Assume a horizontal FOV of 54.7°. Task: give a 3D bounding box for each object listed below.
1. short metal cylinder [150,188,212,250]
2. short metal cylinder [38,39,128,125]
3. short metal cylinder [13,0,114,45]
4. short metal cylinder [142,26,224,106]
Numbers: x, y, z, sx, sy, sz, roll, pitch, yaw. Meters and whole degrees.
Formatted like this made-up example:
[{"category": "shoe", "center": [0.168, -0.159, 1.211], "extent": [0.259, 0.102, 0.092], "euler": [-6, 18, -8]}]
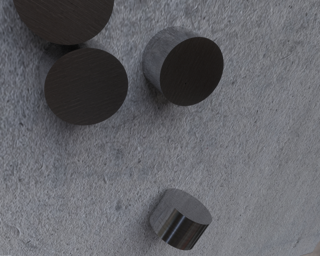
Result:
[{"category": "short metal cylinder", "center": [0.032, 0.138, 0.474], "extent": [0.080, 0.080, 0.050], "euler": [21, 107, -36]}, {"category": "short metal cylinder", "center": [-0.079, -0.049, 0.317], "extent": [0.081, 0.050, 0.079], "euler": [-14, 124, -21]}, {"category": "short metal cylinder", "center": [-0.086, -0.119, 0.270], "extent": [0.081, 0.050, 0.079], "euler": [-14, 124, -21]}, {"category": "short metal cylinder", "center": [0.026, -0.072, 0.360], "extent": [0.081, 0.050, 0.079], "euler": [-14, 124, -21]}]
